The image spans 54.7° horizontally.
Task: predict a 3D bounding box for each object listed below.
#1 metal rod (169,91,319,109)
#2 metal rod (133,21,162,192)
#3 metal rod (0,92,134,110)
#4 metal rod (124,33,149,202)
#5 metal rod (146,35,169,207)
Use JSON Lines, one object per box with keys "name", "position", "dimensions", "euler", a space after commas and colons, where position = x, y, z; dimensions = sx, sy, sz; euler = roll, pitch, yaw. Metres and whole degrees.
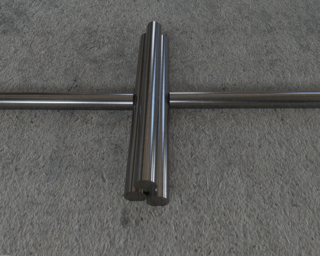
{"name": "metal rod", "position": [0.164, -0.040, 0.440], "dimensions": [0.302, 0.025, 0.025], "euler": [0, 50, -1]}
{"name": "metal rod", "position": [-0.013, -0.053, 0.423], "dimensions": [0.025, 0.025, 0.300], "euler": [1, 50, 0]}
{"name": "metal rod", "position": [-0.188, -0.038, 0.434], "dimensions": [0.302, 0.025, 0.025], "euler": [0, 50, 0]}
{"name": "metal rod", "position": [-0.024, -0.039, 0.438], "dimensions": [0.025, 0.025, 0.300], "euler": [1, 50, 0]}
{"name": "metal rod", "position": [0.000, -0.034, 0.434], "dimensions": [0.025, 0.025, 0.300], "euler": [1, 50, 0]}
